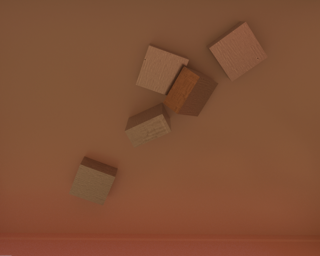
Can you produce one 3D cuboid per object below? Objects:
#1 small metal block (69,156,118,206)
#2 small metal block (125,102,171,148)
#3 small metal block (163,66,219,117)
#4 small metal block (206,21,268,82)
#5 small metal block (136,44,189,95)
[{"bbox_3d":[-0.094,0.075,0.438,0.050,0.025,0.050,22,109,-8],"label":"small metal block"},{"bbox_3d":[-0.014,-0.005,0.396,0.050,0.050,0.025,-24,108,8],"label":"small metal block"},{"bbox_3d":[0.038,-0.043,0.380,0.025,0.050,0.050,40,110,29],"label":"small metal block"},{"bbox_3d":[0.093,-0.093,0.378,0.050,0.025,0.050,-35,107,12],"label":"small metal block"},{"bbox_3d":[0.002,-0.071,0.385,0.050,0.025,0.050,18,109,-7],"label":"small metal block"}]
